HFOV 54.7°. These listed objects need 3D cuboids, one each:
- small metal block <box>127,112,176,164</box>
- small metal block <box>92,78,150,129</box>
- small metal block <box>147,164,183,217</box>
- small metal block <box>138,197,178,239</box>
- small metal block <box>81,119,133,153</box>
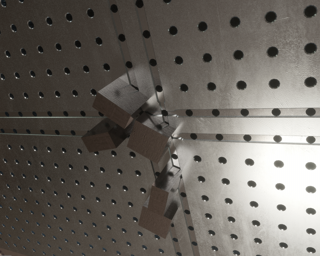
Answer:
[{"bbox_3d":[-0.012,0.014,0.425,0.050,0.025,0.050,29,128,9],"label":"small metal block"},{"bbox_3d":[-0.050,-0.033,0.399,0.050,0.050,0.025,35,129,5],"label":"small metal block"},{"bbox_3d":[0.007,0.089,0.445,0.025,0.050,0.050,21,126,15],"label":"small metal block"},{"bbox_3d":[-0.004,0.144,0.501,0.050,0.025,0.050,23,127,13],"label":"small metal block"},{"bbox_3d":[-0.073,0.008,0.437,0.050,0.050,0.025,-11,113,32],"label":"small metal block"}]
